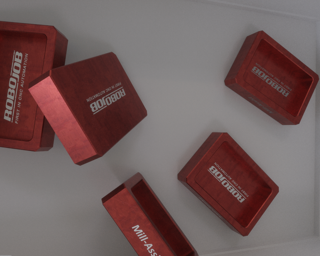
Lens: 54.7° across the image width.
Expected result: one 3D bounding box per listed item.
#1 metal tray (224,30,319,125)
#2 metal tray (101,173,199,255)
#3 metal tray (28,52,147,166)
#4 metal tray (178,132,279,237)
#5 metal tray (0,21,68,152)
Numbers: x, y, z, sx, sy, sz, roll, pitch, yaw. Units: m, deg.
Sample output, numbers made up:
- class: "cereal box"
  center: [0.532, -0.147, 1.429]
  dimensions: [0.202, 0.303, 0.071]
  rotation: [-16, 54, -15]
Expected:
- class: "metal tray"
  center: [0.172, -0.073, 0.470]
  dimensions: [0.131, 0.030, 0.090]
  rotation: [31, 80, -18]
- class: "metal tray"
  center: [-0.006, 0.117, 0.354]
  dimensions: [0.030, 0.090, 0.130]
  rotation: [-37, 86, 6]
- class: "metal tray"
  center: [-0.068, -0.028, 0.337]
  dimensions: [0.030, 0.131, 0.090]
  rotation: [-24, 101, 26]
- class: "metal tray"
  center: [0.100, 0.079, 0.444]
  dimensions: [0.130, 0.030, 0.090]
  rotation: [45, 76, -15]
- class: "metal tray"
  center: [-0.155, -0.044, 0.331]
  dimensions: [0.090, 0.030, 0.129]
  rotation: [7, 87, 5]
